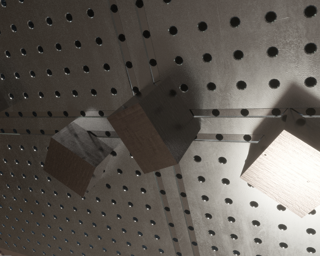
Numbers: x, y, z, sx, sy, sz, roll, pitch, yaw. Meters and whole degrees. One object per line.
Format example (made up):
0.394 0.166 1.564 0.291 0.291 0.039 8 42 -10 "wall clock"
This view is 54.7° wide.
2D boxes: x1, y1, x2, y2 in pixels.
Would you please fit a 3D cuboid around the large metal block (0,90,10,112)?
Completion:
-0.320 -0.055 0.526 0.080 0.050 0.080 -7 115 31 "large metal block"

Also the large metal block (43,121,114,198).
-0.131 0.050 0.493 0.080 0.050 0.079 33 129 6 "large metal block"

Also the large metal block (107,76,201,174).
-0.004 -0.005 0.373 0.050 0.080 0.080 -22 107 36 "large metal block"

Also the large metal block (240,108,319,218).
0.149 0.039 0.340 0.080 0.050 0.079 33 129 6 "large metal block"
